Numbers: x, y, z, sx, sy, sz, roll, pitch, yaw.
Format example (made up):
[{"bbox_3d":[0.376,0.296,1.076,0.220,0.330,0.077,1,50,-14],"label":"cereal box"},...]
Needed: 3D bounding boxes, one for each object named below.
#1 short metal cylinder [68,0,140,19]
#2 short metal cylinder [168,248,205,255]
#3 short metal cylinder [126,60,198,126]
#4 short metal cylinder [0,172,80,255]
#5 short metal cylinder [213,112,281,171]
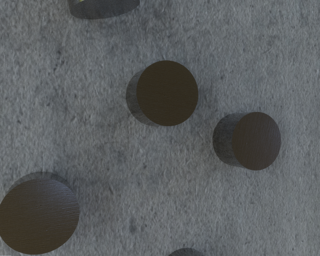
[{"bbox_3d":[-0.068,-0.163,0.355,0.081,0.080,0.050,-13,95,-20],"label":"short metal cylinder"},{"bbox_3d":[0.042,0.209,0.413,0.081,0.050,0.079,0,90,-21],"label":"short metal cylinder"},{"bbox_3d":[0.002,-0.042,0.397,0.081,0.050,0.079,0,90,-21],"label":"short metal cylinder"},{"bbox_3d":[-0.134,0.092,0.347,0.081,0.050,0.079,0,90,-20],"label":"short metal cylinder"},{"bbox_3d":[0.123,0.018,0.443,0.081,0.050,0.079,0,90,-21],"label":"short metal cylinder"}]
